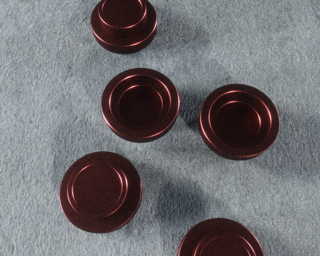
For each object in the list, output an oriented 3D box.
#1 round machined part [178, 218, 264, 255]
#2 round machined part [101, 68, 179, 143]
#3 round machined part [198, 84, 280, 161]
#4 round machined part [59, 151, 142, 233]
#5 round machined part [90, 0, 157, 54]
[{"bbox_3d":[0.069,0.151,0.345,0.099,0.042,0.098,0,70,-1],"label":"round machined part"},{"bbox_3d":[-0.025,-0.027,0.409,0.099,0.042,0.098,0,70,-1],"label":"round machined part"},{"bbox_3d":[0.099,-0.005,0.402,0.099,0.042,0.098,0,70,-1],"label":"round machined part"},{"bbox_3d":[-0.071,0.075,0.371,0.099,0.042,0.098,0,70,-1],"label":"round machined part"},{"bbox_3d":[-0.054,-0.162,0.458,0.099,0.042,0.098,0,70,-1],"label":"round machined part"}]
